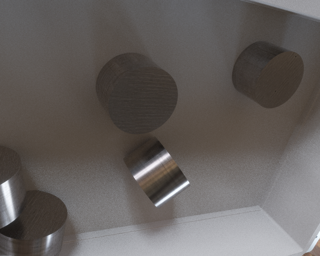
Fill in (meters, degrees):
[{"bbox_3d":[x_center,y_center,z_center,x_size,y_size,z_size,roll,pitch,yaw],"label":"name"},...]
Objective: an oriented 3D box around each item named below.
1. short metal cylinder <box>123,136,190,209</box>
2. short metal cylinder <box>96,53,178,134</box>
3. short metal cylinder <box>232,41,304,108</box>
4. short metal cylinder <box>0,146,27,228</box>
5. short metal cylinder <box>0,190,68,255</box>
[{"bbox_3d":[-0.004,0.058,0.406,0.050,0.080,0.080,-36,129,-5],"label":"short metal cylinder"},{"bbox_3d":[-0.027,-0.040,0.353,0.081,0.050,0.079,-14,124,-21],"label":"short metal cylinder"},{"bbox_3d":[0.148,-0.074,0.427,0.081,0.050,0.079,-14,124,-21],"label":"short metal cylinder"},{"bbox_3d":[-0.180,0.060,0.312,0.081,0.080,0.050,-9,123,-24],"label":"short metal cylinder"},{"bbox_3d":[-0.153,0.118,0.363,0.081,0.080,0.050,1,118,-29],"label":"short metal cylinder"}]
